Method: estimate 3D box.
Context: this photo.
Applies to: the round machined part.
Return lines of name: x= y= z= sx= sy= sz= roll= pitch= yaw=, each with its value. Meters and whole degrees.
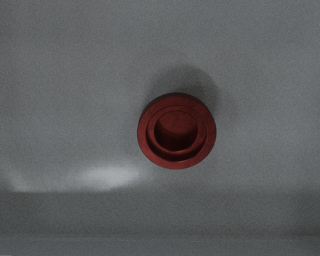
round machined part: x=0.021 y=0.001 z=0.403 sx=0.099 sy=0.042 sz=0.097 roll=0 pitch=110 yaw=0
